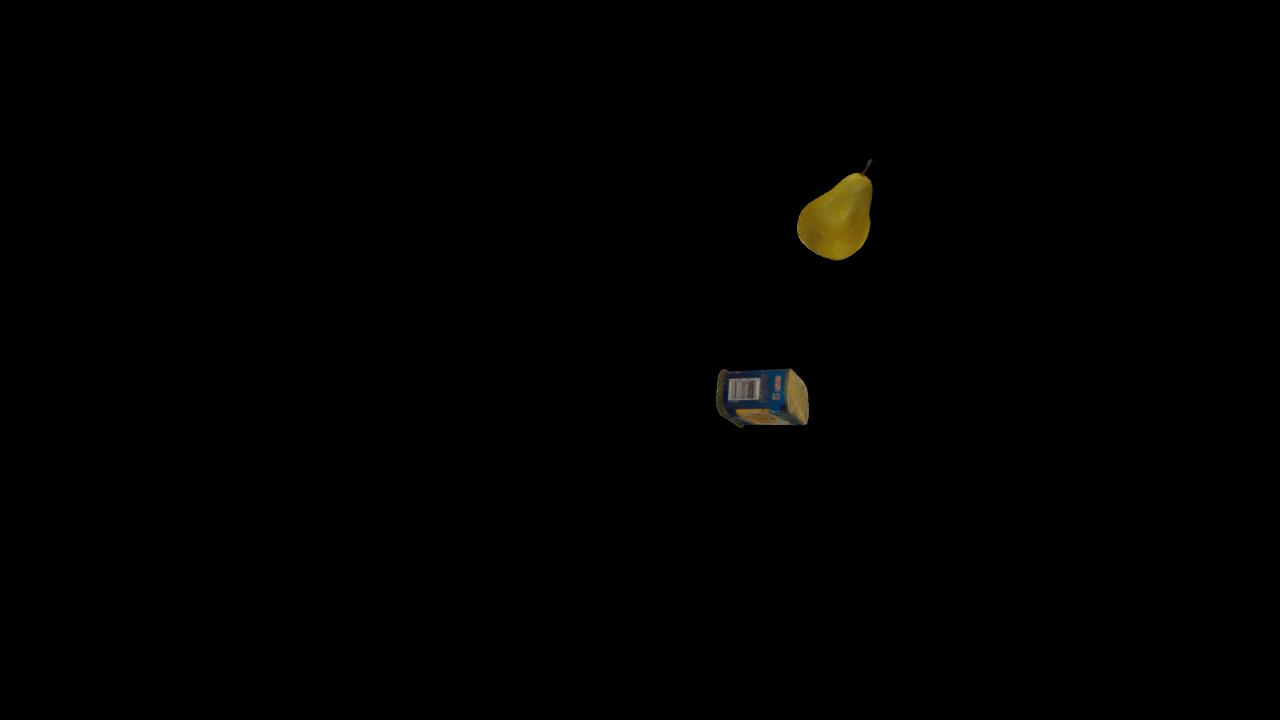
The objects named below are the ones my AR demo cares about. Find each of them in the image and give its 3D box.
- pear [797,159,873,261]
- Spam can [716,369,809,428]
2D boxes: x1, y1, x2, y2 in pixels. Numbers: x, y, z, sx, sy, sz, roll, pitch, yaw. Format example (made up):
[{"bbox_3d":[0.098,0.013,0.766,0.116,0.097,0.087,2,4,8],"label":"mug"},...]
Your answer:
[{"bbox_3d":[0.225,-0.168,0.678,0.080,0.111,0.080,24,26,-13],"label":"pear"},{"bbox_3d":[0.150,0.047,0.740,0.085,0.058,0.101,-3,-18,28],"label":"Spam can"}]
